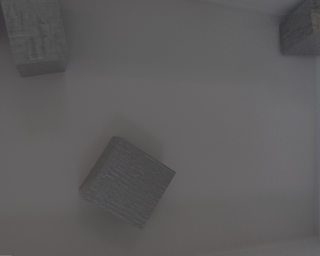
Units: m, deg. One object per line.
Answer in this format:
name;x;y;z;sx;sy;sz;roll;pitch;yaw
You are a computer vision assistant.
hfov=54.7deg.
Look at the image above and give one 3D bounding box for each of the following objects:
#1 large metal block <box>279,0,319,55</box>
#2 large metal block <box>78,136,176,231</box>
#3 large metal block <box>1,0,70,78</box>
large metal block;0.236;-0.146;0.456;0.081;0.080;0.050;-2;82;-8
large metal block;-0.041;0.066;0.382;0.080;0.050;0.080;35;79;-17
large metal block;-0.133;-0.103;0.332;0.050;0.080;0.080;-12;94;-20
